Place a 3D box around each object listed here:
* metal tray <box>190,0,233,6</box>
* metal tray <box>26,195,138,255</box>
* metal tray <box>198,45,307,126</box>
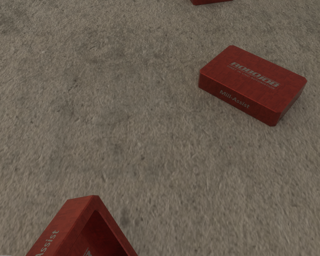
[{"bbox_3d":[0.095,-0.314,0.665,0.091,0.030,0.130,-12,51,-10],"label":"metal tray"},{"bbox_3d":[-0.065,0.126,0.229,0.030,0.090,0.130,-15,24,26],"label":"metal tray"},{"bbox_3d":[0.134,-0.067,0.458,0.130,0.030,0.090,33,57,24],"label":"metal tray"}]
